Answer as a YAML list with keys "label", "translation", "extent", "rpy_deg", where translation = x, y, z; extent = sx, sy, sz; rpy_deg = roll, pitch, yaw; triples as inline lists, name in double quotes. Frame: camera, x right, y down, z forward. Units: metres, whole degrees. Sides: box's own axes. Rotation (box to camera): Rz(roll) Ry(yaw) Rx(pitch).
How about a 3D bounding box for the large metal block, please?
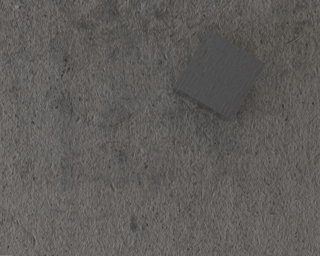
- label: "large metal block"
  translation: [0.073, -0.064, 0.398]
  extent: [0.080, 0.050, 0.080]
  rpy_deg: [31, 90, 0]
